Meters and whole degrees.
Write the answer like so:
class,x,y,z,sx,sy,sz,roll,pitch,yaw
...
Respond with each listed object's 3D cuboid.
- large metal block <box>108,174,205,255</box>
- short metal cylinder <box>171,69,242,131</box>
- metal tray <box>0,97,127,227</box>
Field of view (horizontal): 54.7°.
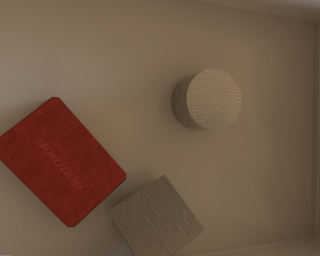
class,x,y,z,sx,sy,sz,roll,pitch,yaw
large metal block,-0.006,0.118,0.378,0.080,0.050,0.080,-31,68,-18
short metal cylinder,0.062,-0.037,0.421,0.081,0.050,0.079,0,90,-21
metal tray,-0.115,0.039,0.366,0.090,0.030,0.130,-43,104,-15
